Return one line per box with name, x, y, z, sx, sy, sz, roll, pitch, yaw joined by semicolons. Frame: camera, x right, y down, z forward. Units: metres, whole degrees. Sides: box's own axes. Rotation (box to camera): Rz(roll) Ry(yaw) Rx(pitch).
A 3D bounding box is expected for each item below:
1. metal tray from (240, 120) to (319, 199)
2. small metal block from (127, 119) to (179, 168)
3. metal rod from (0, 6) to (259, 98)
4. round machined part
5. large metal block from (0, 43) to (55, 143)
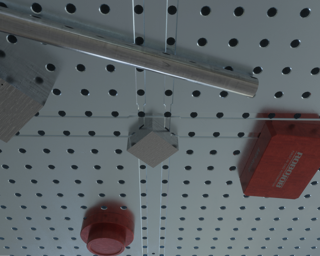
metal tray;0.182;0.051;0.455;0.091;0.030;0.129;6;130;-6
small metal block;-0.010;0.023;0.431;0.050;0.025;0.050;37;121;-28
metal rod;-0.033;-0.081;0.341;0.302;0.025;0.025;13;129;-12
round machined part;-0.097;0.201;0.571;0.099;0.042;0.097;-1;130;0
large metal block;-0.185;-0.041;0.358;0.080;0.050;0.080;-36;122;26
